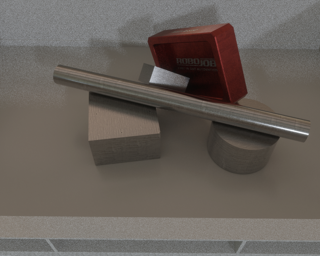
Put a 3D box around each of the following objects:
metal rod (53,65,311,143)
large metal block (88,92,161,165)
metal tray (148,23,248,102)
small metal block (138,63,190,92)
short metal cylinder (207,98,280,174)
[{"bbox_3d":[0.015,-0.032,0.364,0.301,0.025,0.025,14,51,11],"label":"metal rod"},{"bbox_3d":[-0.045,-0.004,0.390,0.081,0.050,0.080,-6,50,-6],"label":"large metal block"},{"bbox_3d":[0.044,-0.081,0.397,0.030,0.090,0.130,-33,28,-26],"label":"metal tray"},{"bbox_3d":[0.004,-0.065,0.414,0.050,0.025,0.050,15,10,-22],"label":"small metal block"},{"bbox_3d":[0.101,0.009,0.381,0.081,0.050,0.080,0,50,0],"label":"short metal cylinder"}]
